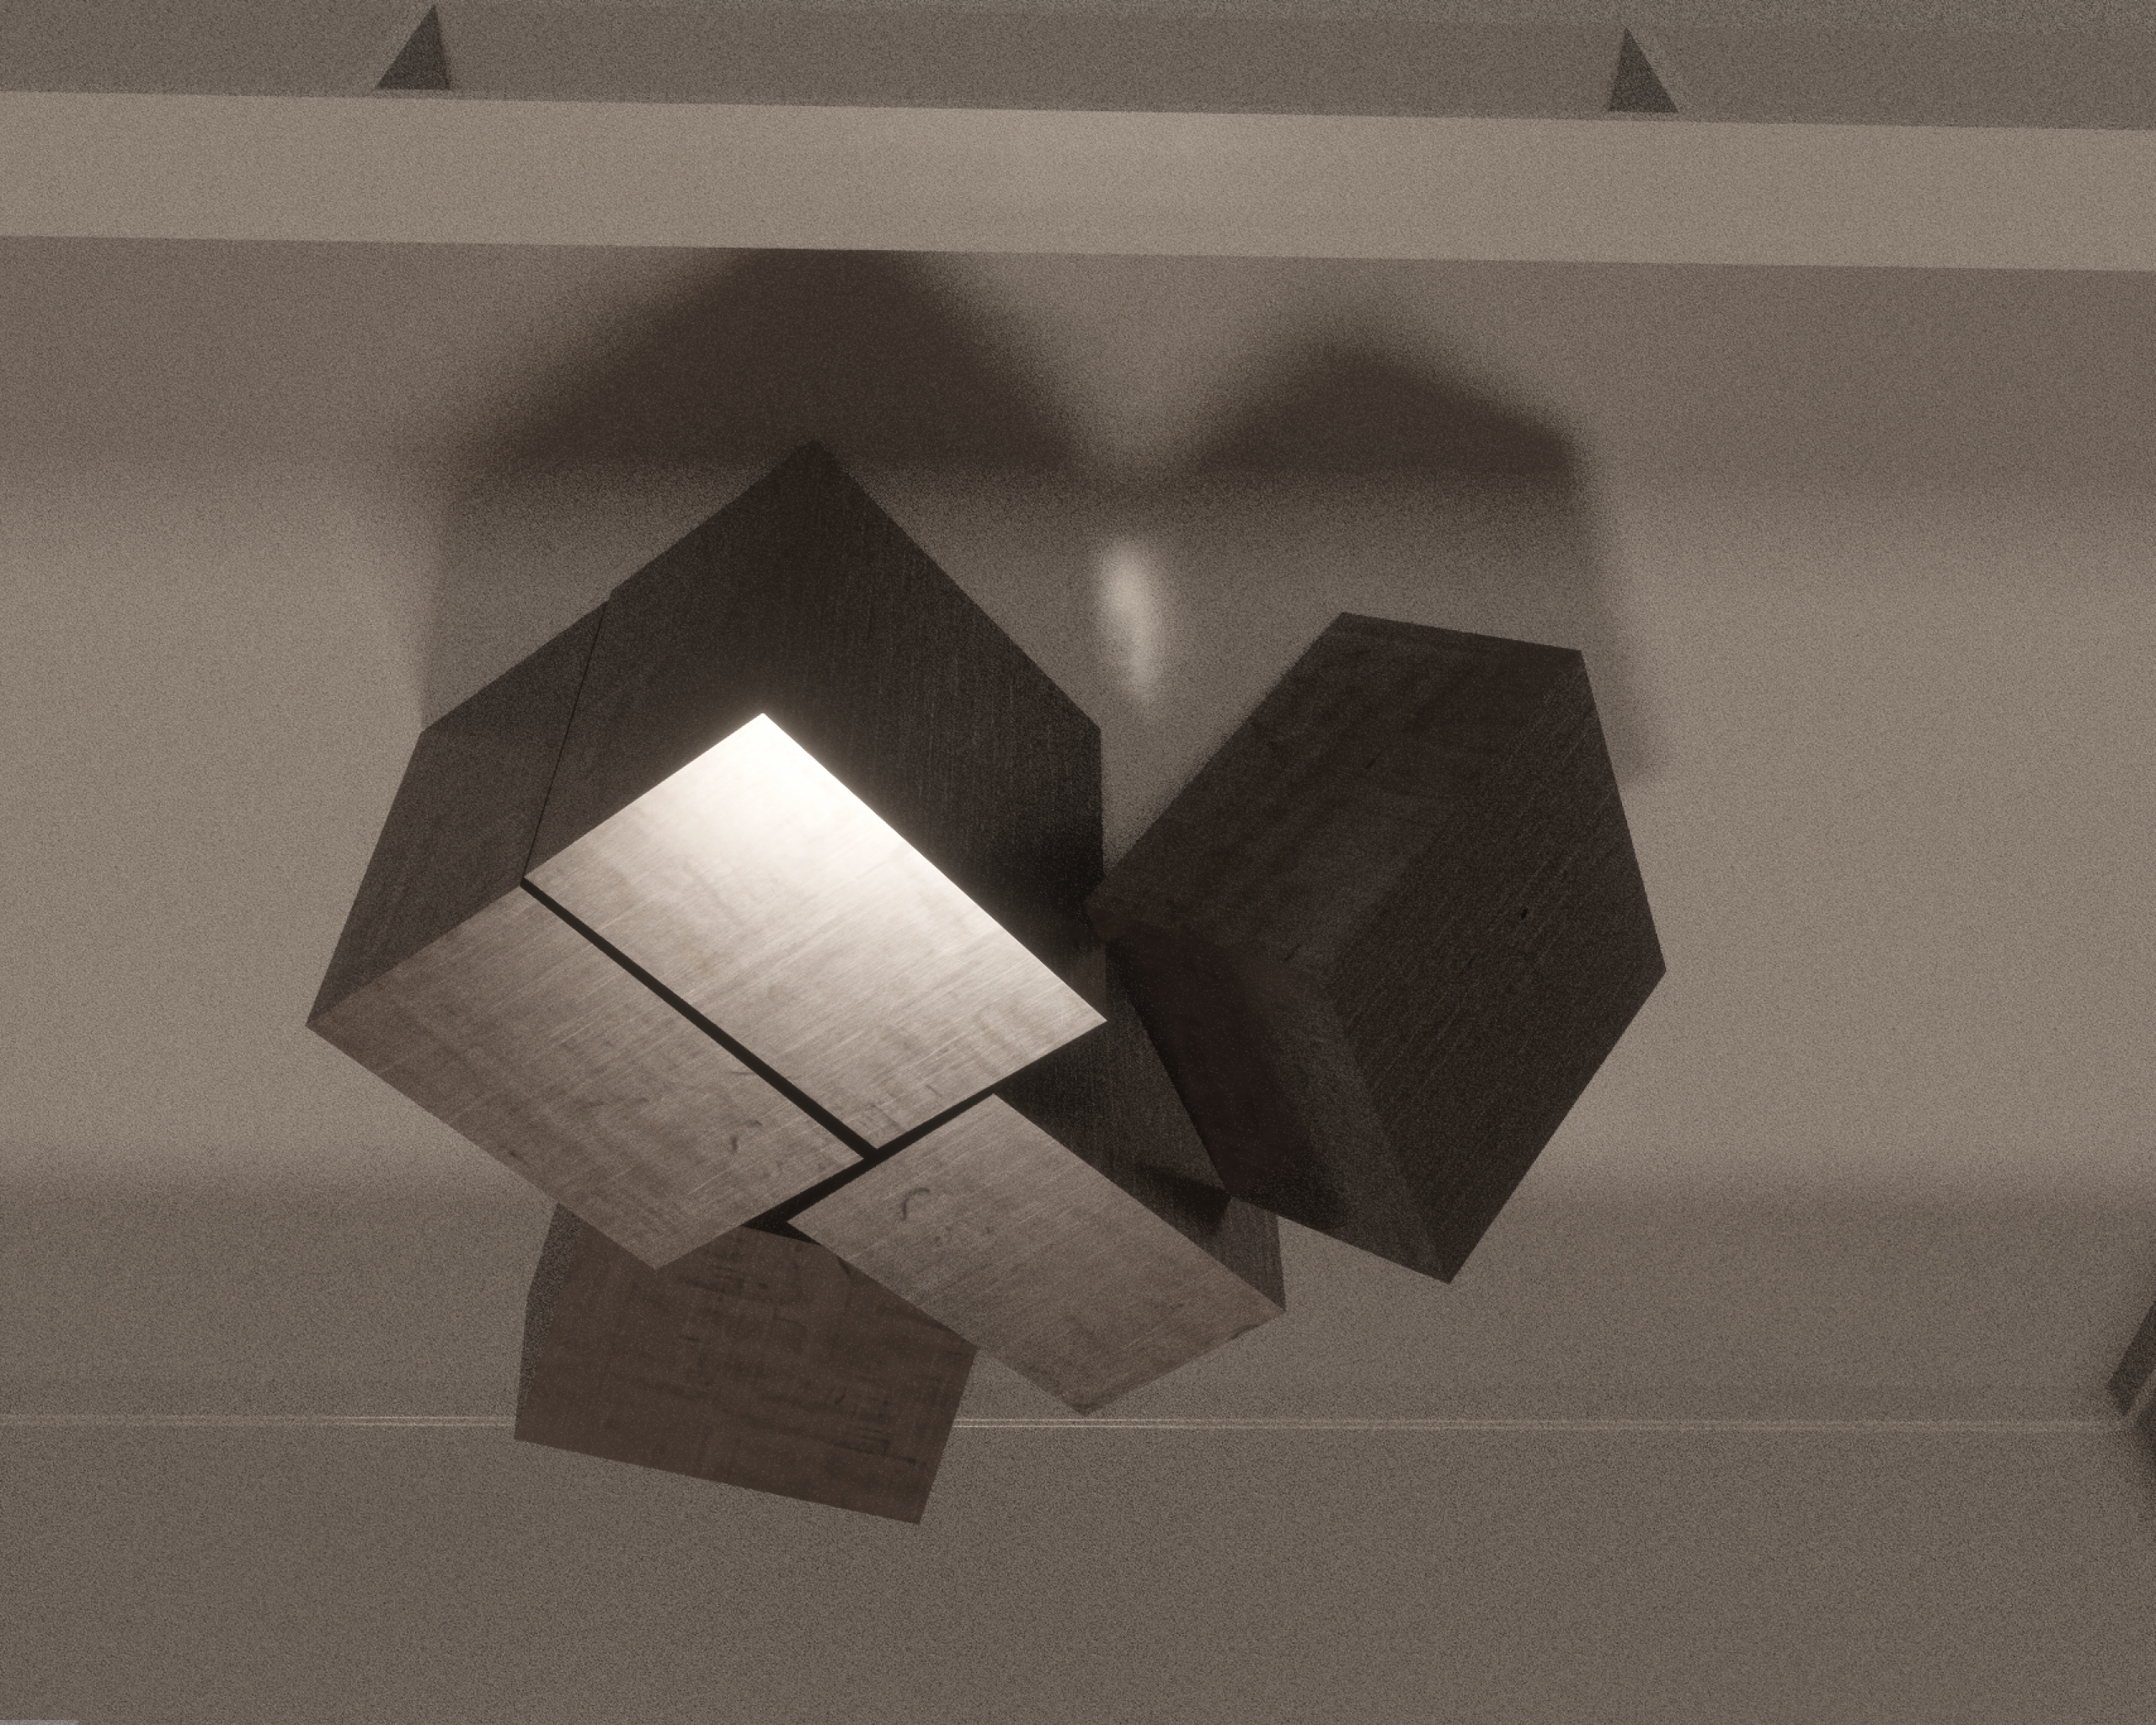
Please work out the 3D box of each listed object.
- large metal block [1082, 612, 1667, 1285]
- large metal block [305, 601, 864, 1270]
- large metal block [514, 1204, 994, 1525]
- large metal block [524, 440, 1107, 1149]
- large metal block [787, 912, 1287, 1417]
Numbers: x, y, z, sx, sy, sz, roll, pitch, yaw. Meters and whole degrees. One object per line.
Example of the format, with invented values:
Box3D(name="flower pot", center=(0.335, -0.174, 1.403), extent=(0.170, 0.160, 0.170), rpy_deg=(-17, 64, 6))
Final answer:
Box3D(name="large metal block", center=(0.057, 0.014, 0.375), extent=(0.050, 0.080, 0.080), rpy_deg=(16, 144, 41))
Box3D(name="large metal block", center=(-0.082, 0.013, 0.382), extent=(0.050, 0.080, 0.080), rpy_deg=(-30, 124, 23))
Box3D(name="large metal block", center=(-0.070, 0.091, 0.439), extent=(0.081, 0.080, 0.050), rpy_deg=(17, 93, -15))
Box3D(name="large metal block", center=(-0.040, -0.012, 0.360), extent=(0.050, 0.080, 0.080), rpy_deg=(-31, 124, 23))
Box3D(name="large metal block", center=(-0.007, 0.048, 0.411), extent=(0.050, 0.080, 0.080), rpy_deg=(-34, 123, 25))
